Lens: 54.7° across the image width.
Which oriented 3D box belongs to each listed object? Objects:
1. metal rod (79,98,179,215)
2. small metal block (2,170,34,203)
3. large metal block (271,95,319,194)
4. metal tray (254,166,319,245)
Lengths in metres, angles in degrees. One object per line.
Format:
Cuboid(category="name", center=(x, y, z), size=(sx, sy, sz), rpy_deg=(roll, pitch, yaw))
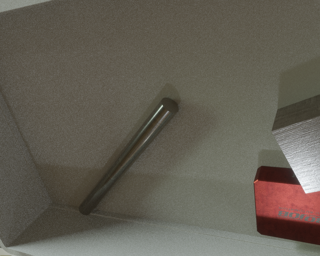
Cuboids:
Cuboid(category="metal rod", center=(-0.062, 0.060, 0.476), size=(0.025, 0.025, 0.298), rpy_deg=(40, 129, 0))
Cuboid(category="small metal block", center=(-0.290, 0.120, 0.635), size=(0.050, 0.025, 0.050), rpy_deg=(18, 125, 17))
Cuboid(category="large metal block", center=(0.171, 0.011, 0.309), size=(0.080, 0.050, 0.080), rpy_deg=(-23, 106, 36))
Cuboid(category="metal tray", center=(0.183, 0.095, 0.368), size=(0.130, 0.030, 0.089), rpy_deg=(2, 120, 26))
